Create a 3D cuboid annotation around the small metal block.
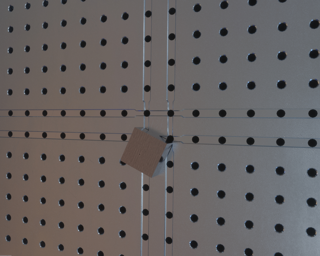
[{"bbox_3d":[-0.018,0.032,0.419,0.050,0.025,0.050,27,99,18],"label":"small metal block"}]
